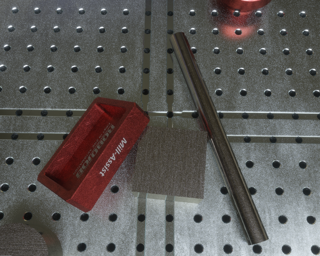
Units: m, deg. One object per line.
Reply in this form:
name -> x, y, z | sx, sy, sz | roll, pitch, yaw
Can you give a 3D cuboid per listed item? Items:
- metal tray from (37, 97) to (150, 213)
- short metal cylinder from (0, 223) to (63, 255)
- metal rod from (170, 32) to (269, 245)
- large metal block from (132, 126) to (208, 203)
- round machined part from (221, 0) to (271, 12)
metal tray -> -0.080, 0.025, 0.372 | 0.090, 0.030, 0.130 | 13, 64, 47
short metal cylinder -> -0.156, 0.148, 0.343 | 0.081, 0.050, 0.080 | 0, 70, 0
metal rod -> 0.071, 0.000, 0.412 | 0.025, 0.025, 0.299 | -16, 71, -6
large metal block -> 0.013, 0.046, 0.382 | 0.080, 0.050, 0.080 | 6, 70, 2
round machined part -> 0.132, -0.223, 0.485 | 0.099, 0.042, 0.098 | 0, 70, 0
